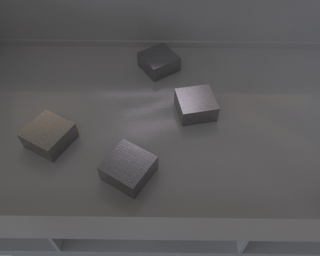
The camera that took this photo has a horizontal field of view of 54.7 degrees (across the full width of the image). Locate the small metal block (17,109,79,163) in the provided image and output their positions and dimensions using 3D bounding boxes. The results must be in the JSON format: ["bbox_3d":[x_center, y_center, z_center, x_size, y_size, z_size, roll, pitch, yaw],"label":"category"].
[{"bbox_3d":[-0.142,0.009,0.396,0.050,0.025,0.050,24,54,18],"label":"small metal block"}]

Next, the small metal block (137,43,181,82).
[{"bbox_3d":[-0.002,-0.105,0.494,0.050,0.025,0.050,-26,55,-21],"label":"small metal block"}]

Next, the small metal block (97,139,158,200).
[{"bbox_3d":[-0.037,0.047,0.365,0.050,0.025,0.050,26,55,20],"label":"small metal block"}]

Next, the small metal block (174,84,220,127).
[{"bbox_3d":[0.050,-0.032,0.432,0.050,0.025,0.050,-9,51,-7],"label":"small metal block"}]
